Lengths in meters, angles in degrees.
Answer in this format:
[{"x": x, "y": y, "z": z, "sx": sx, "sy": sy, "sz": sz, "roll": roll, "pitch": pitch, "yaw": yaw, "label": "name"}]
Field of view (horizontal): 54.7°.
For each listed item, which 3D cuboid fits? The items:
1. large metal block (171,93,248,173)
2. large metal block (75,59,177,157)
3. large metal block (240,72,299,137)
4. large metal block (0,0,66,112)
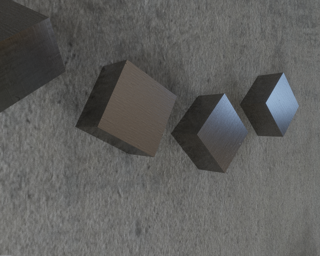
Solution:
[{"x": 0.075, "y": 0.007, "z": 0.454, "sx": 0.080, "sy": 0.050, "sz": 0.080, "roll": 52, "pitch": 59, "yaw": -28, "label": "large metal block"}, {"x": -0.037, "y": -0.020, "z": 0.359, "sx": 0.080, "sy": 0.050, "sz": 0.080, "roll": 32, "pitch": 70, "yaw": -36, "label": "large metal block"}, {"x": 0.199, "y": -0.041, "z": 0.559, "sx": 0.080, "sy": 0.050, "sz": 0.080, "roll": -53, "pitch": 121, "yaw": -27, "label": "large metal block"}, {"x": -0.138, "y": -0.060, "z": 0.244, "sx": 0.080, "sy": 0.080, "sz": 0.050, "roll": -44, "pitch": 150, "yaw": -31, "label": "large metal block"}]
